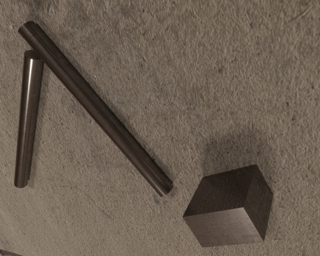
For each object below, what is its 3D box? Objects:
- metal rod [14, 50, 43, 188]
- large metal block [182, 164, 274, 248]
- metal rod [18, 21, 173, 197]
[{"bbox_3d":[-0.227,0.004,0.525,0.025,0.025,0.298,31,128,7],"label":"metal rod"},{"bbox_3d":[0.086,0.096,0.385,0.080,0.080,0.050,-21,107,35],"label":"large metal block"},{"bbox_3d":[-0.085,-0.021,0.436,0.025,0.025,0.300,-33,100,38],"label":"metal rod"}]
